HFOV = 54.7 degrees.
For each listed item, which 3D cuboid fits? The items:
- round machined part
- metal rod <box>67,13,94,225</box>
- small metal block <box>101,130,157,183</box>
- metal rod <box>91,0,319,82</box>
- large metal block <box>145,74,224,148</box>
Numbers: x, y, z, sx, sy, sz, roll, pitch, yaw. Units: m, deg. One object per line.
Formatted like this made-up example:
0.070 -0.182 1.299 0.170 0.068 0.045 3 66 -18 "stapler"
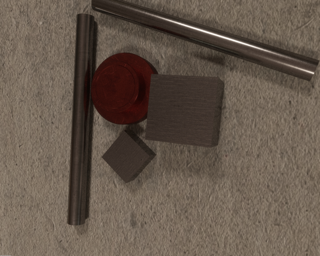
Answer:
-0.051 -0.053 0.417 0.098 0.042 0.097 0 90 19 "round machined part"
-0.114 -0.011 0.447 0.025 0.025 0.298 3 91 19 "metal rod"
-0.042 0.038 0.423 0.050 0.025 0.050 44 103 14 "small metal block"
0.042 -0.121 0.393 0.301 0.025 0.025 24 98 18 "metal rod"
0.032 -0.022 0.384 0.080 0.050 0.079 6 92 19 "large metal block"
